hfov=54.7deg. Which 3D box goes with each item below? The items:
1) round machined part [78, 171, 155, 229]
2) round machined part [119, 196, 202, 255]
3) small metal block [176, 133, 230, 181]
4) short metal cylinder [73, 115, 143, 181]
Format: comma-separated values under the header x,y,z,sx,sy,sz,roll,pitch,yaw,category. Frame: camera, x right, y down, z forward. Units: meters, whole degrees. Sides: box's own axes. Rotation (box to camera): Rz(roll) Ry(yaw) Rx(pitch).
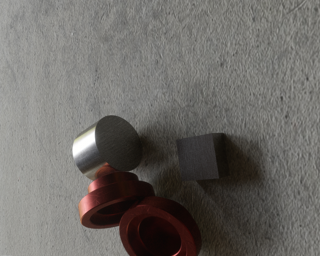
x,y,z,sx,sy,sz,roll,pitch,yaw,category
-0.056,0.091,0.404,0.098,0.099,0.042,-43,51,31,round machined part
0.004,0.125,0.375,0.098,0.042,0.097,9,112,23,round machined part
0.050,0.034,0.363,0.050,0.025,0.050,-13,82,39,small metal block
-0.071,0.029,0.425,0.050,0.081,0.080,-29,72,36,short metal cylinder
